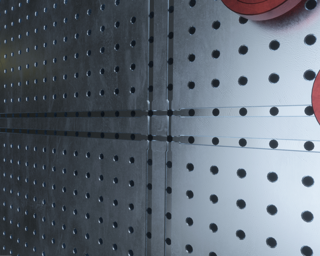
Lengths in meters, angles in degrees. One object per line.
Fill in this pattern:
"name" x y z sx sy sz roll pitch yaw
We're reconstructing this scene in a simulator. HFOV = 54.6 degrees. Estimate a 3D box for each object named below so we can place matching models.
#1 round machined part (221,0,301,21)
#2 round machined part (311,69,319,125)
"round machined part" 0.109 -0.157 0.309 0.098 0.042 0.097 0 90 40
"round machined part" 0.176 -0.028 0.253 0.098 0.042 0.097 0 90 40
